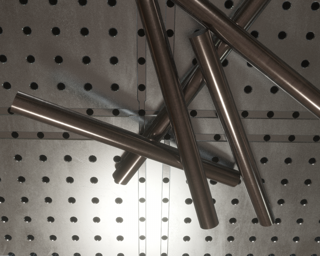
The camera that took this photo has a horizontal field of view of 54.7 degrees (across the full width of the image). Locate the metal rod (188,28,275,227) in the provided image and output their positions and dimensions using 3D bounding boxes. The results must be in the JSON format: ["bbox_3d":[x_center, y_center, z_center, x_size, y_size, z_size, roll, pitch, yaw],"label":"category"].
[{"bbox_3d":[0.102,0.017,0.405,0.025,0.025,0.299,-22,115,8],"label":"metal rod"}]

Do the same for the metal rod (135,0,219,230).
[{"bbox_3d":[0.023,-0.017,0.378,0.025,0.025,0.298,-16,99,5],"label":"metal rod"}]

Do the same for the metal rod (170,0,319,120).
[{"bbox_3d":[0.077,-0.108,0.348,0.301,0.025,0.025,38,106,-3],"label":"metal rod"}]

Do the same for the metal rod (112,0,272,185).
[{"bbox_3d":[0.031,-0.042,0.398,0.025,0.025,0.299,34,106,-12],"label":"metal rod"}]

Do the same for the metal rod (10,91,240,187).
[{"bbox_3d":[-0.026,0.021,0.389,0.302,0.025,0.025,21,109,-20],"label":"metal rod"}]
